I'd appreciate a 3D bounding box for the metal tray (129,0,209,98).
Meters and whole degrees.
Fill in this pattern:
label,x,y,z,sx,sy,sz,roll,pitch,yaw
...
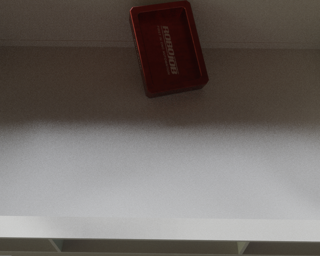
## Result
label,x,y,z,sx,sy,sz,roll,pitch,yaw
metal tray,0.012,-0.116,0.456,0.091,0.030,0.129,-11,84,-10
